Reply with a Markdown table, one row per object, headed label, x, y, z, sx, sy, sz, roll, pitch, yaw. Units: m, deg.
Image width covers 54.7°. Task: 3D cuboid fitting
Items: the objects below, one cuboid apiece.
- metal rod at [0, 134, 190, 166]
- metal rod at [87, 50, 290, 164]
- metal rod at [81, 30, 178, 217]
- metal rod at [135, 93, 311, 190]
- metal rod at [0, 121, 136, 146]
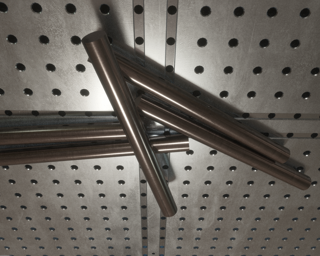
| label | x | y | z | sx | sy | sz | roll | pitch | yaw |
| --- | --- | --- | --- | --- | --- | --- | --- | --- | --- |
| metal rod | -0.110 | 0.032 | 0.437 | 0.302 | 0.025 | 0.025 | -5 | 130 | 3 |
| metal rod | 0.052 | -0.022 | 0.393 | 0.302 | 0.025 | 0.025 | 26 | 125 | -21 |
| metal rod | -0.025 | 0.020 | 0.394 | 0.025 | 0.025 | 0.299 | -12 | 130 | 10 |
| metal rod | 0.100 | 0.027 | 0.436 | 0.302 | 0.025 | 0.025 | 25 | 126 | -20 |
| metal rod | -0.179 | 0.009 | 0.416 | 0.302 | 0.025 | 0.025 | -3 | 130 | 2 |
